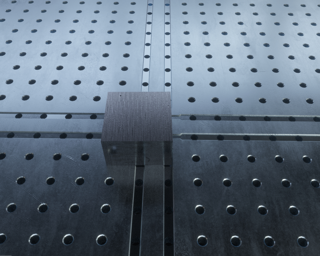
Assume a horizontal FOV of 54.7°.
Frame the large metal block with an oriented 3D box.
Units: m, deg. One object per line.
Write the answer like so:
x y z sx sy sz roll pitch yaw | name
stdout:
-0.026 0.000 0.391 0.081 0.050 0.080 0 50 -1 | large metal block
